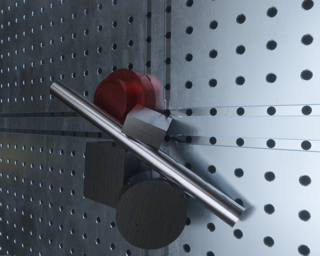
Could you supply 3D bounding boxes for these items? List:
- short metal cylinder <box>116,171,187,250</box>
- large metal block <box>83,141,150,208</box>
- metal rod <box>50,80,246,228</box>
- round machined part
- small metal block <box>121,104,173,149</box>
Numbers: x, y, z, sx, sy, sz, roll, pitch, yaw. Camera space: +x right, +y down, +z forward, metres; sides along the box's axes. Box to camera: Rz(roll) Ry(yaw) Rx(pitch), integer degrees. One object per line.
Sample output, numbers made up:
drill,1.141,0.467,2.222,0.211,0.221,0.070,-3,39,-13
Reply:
short metal cylinder,-0.011,0.096,0.373,0.081,0.050,0.079,0,94,-5
large metal block,-0.061,0.063,0.438,0.080,0.050,0.079,6,94,39
metal rod,-0.031,0.020,0.390,0.300,0.025,0.025,34,111,21
round machined part,-0.057,-0.037,0.443,0.098,0.042,0.097,0,90,39
small metal block,-0.015,-0.004,0.391,0.050,0.050,0.025,23,111,2
